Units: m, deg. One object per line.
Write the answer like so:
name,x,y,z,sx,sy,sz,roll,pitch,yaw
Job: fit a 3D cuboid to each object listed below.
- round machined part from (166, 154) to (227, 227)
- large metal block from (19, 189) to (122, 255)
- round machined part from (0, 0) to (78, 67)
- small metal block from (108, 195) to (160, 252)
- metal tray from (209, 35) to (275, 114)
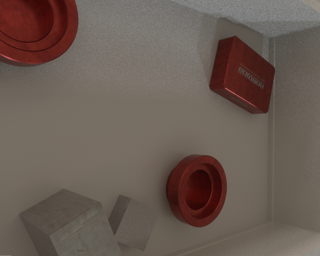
round machined part,0.047,0.086,0.438,0.099,0.042,0.097,0,90,-40
large metal block,-0.084,0.112,0.302,0.050,0.080,0.080,-29,109,-37
round machined part,-0.131,-0.106,0.287,0.099,0.042,0.097,0,90,-40
small metal block,-0.035,0.116,0.380,0.050,0.025,0.050,37,67,-34
metal tray,0.144,-0.086,0.527,0.131,0.030,0.090,22,76,-38
